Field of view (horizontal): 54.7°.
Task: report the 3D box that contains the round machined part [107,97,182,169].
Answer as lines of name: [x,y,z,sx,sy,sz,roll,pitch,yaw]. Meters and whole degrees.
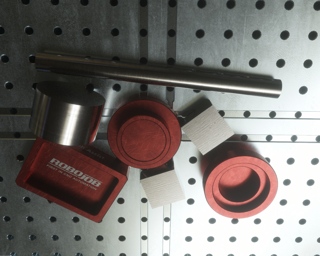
round machined part: [-0.021,0.010,0.407,0.099,0.042,0.097,0,107,0]

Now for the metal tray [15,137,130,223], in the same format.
metal tray: [-0.120,0.066,0.434,0.131,0.030,0.090,29,108,-10]

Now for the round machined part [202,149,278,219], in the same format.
round machined part: [0.108,0.073,0.432,0.099,0.042,0.097,0,110,0]

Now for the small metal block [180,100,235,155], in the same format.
small metal block: [0.062,-0.001,0.414,0.050,0.025,0.050,-36,106,12]

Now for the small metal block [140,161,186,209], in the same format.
small metal block: [0.004,0.082,0.444,0.050,0.025,0.050,-18,109,6]

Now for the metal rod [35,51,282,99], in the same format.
metal rod: [0.001,-0.066,0.388,0.302,0.025,0.025,6,110,-3]

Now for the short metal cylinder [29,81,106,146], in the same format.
short metal cylinder: [-0.112,-0.020,0.376,0.080,0.080,0.050,17,109,-6]
